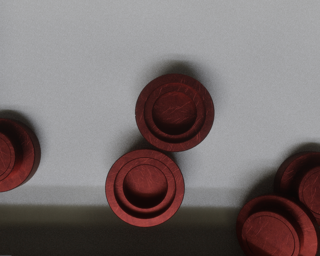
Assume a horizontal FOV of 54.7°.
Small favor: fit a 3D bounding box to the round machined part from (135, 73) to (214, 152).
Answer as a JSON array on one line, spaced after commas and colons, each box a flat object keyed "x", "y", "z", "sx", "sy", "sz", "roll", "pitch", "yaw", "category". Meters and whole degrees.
[{"x": 0.018, "y": -0.019, "z": 0.403, "sx": 0.099, "sy": 0.042, "sz": 0.097, "roll": 0, "pitch": 90, "yaw": 0, "category": "round machined part"}]

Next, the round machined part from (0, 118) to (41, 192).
[{"x": -0.212, "y": 0.035, "z": 0.401, "sx": 0.099, "sy": 0.042, "sz": 0.097, "roll": 0, "pitch": 90, "yaw": 0, "category": "round machined part"}]

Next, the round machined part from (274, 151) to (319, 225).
[{"x": 0.205, "y": 0.080, "z": 0.404, "sx": 0.099, "sy": 0.042, "sz": 0.097, "roll": 0, "pitch": 90, "yaw": 0, "category": "round machined part"}]

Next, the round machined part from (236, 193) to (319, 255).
[{"x": 0.140, "y": 0.131, "z": 0.380, "sx": 0.098, "sy": 0.042, "sz": 0.097, "roll": 0, "pitch": 89, "yaw": 34, "category": "round machined part"}]

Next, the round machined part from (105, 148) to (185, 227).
[{"x": -0.018, "y": 0.074, "z": 0.403, "sx": 0.099, "sy": 0.042, "sz": 0.097, "roll": 0, "pitch": 90, "yaw": 0, "category": "round machined part"}]
